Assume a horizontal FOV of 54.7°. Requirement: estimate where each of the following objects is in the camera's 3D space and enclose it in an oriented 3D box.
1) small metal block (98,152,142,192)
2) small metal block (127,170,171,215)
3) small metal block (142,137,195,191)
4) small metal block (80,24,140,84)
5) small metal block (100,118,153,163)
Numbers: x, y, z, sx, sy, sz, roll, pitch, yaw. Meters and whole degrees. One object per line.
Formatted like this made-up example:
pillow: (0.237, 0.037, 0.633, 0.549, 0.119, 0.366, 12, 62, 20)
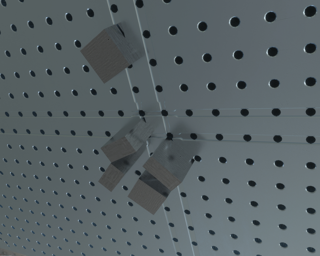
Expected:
small metal block: (-0.060, 0.060, 0.462, 0.025, 0.050, 0.050, 39, 129, 2)
small metal block: (-0.015, 0.099, 0.479, 0.050, 0.025, 0.050, 34, 129, 5)
small metal block: (0.013, 0.047, 0.416, 0.050, 0.050, 0.025, 41, 129, 0)
small metal block: (-0.063, -0.091, 0.386, 0.050, 0.025, 0.050, -27, 104, 37)
small metal block: (-0.045, 0.017, 0.428, 0.050, 0.050, 0.025, -25, 105, 36)
